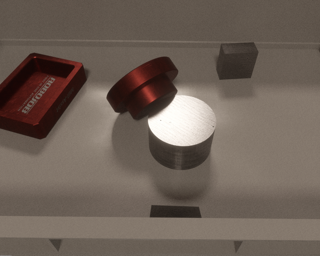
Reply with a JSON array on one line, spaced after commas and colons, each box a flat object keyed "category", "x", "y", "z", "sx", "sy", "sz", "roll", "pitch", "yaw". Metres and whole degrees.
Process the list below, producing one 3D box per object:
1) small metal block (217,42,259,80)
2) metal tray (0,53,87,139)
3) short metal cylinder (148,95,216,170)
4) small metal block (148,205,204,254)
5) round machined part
[{"category": "small metal block", "x": 0.118, "y": -0.103, "z": 0.477, "sx": 0.050, "sy": 0.050, "sz": 0.025, "roll": -4, "pitch": 50, "yaw": -4}, {"category": "metal tray", "x": -0.175, "y": -0.051, "z": 0.441, "sx": 0.090, "sy": 0.030, "sz": 0.130, "roll": 14, "pitch": 51, "yaw": 11}, {"category": "short metal cylinder", "x": 0.026, "y": 0.005, "z": 0.385, "sx": 0.081, "sy": 0.050, "sz": 0.080, "roll": 0, "pitch": 50, "yaw": 0}, {"category": "small metal block", "x": 0.015, "y": 0.098, "z": 0.305, "sx": 0.050, "sy": 0.025, "sz": 0.050, "roll": 2, "pitch": 8, "yaw": 1}, {"category": "round machined part", "x": -0.016, "y": -0.046, "z": 0.404, "sx": 0.099, "sy": 0.098, "sz": 0.042, "roll": -31, "pitch": 84, "yaw": -24}]
